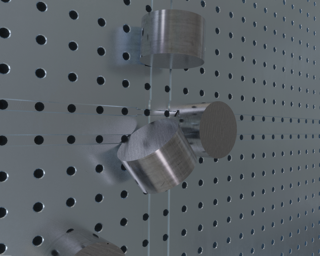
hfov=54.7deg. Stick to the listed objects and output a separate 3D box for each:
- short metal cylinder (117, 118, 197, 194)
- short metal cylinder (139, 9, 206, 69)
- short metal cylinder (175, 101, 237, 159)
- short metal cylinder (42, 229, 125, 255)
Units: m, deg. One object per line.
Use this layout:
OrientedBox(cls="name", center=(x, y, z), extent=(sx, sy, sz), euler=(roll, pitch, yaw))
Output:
OrientedBox(cls="short metal cylinder", center=(-0.003, 0.032, 0.370), extent=(0.080, 0.080, 0.050), euler=(-45, 117, -31))
OrientedBox(cls="short metal cylinder", center=(0.016, -0.107, 0.386), extent=(0.081, 0.080, 0.050), euler=(4, 88, -40))
OrientedBox(cls="short metal cylinder", center=(0.066, 0.002, 0.448), extent=(0.081, 0.050, 0.079), euler=(0, 90, -40))
OrientedBox(cls="short metal cylinder", center=(-0.081, 0.154, 0.325), extent=(0.081, 0.050, 0.079), euler=(0, 90, -40))
